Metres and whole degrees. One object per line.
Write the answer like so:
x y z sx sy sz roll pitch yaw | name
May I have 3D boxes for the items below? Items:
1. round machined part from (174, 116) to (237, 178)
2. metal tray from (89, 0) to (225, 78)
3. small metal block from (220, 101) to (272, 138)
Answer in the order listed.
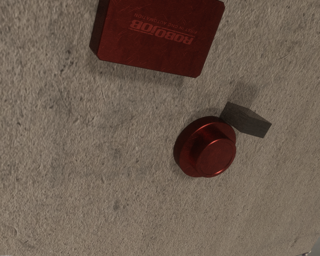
0.073 0.034 0.459 0.099 0.042 0.097 -14 125 -21 | round machined part
-0.001 -0.110 0.336 0.131 0.030 0.089 5 116 -31 | metal tray
0.125 -0.012 0.454 0.050 0.050 0.025 13 112 -34 | small metal block
